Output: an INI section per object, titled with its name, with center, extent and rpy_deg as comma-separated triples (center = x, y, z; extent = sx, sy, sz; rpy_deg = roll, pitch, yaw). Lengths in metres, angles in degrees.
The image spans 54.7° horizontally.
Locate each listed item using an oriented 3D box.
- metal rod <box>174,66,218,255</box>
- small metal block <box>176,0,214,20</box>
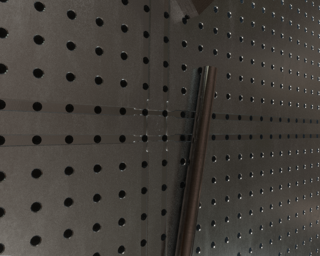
[metal rod]
center = 0.053, 0.055, 0.456
extent = 0.025, 0.025, 0.298
rpy_deg = 15, 80, -39
[small metal block]
center = 0.049, -0.196, 0.452
extent = 0.050, 0.025, 0.050
rpy_deg = -50, 120, -28
